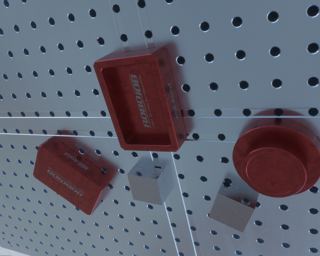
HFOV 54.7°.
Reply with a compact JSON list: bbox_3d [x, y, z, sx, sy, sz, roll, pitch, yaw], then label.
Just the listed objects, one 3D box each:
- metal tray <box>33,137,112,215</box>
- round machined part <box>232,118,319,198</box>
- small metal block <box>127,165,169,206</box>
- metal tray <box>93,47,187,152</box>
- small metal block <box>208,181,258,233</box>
[{"bbox_3d":[-0.156,0.086,0.544,0.130,0.030,0.089,33,129,6],"label":"metal tray"},{"bbox_3d":[0.132,0.041,0.356,0.098,0.042,0.097,13,124,21],"label":"round machined part"},{"bbox_3d":[-0.018,0.087,0.474,0.050,0.025,0.050,5,121,26],"label":"small metal block"},{"bbox_3d":[-0.023,-0.032,0.400,0.090,0.030,0.129,-1,118,28],"label":"metal tray"},{"bbox_3d":[0.100,0.109,0.426,0.050,0.025,0.050,22,127,15],"label":"small metal block"}]
